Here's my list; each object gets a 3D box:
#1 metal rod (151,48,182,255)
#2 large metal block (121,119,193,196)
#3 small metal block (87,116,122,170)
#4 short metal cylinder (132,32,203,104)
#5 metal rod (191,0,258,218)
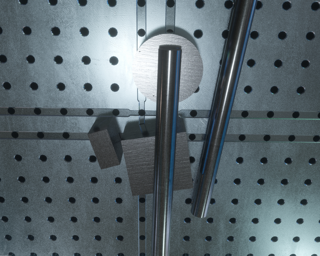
[{"bbox_3d":[0.005,0.056,0.380,0.025,0.025,0.298,2,110,-1],"label":"metal rod"},{"bbox_3d":[-0.002,0.038,0.414,0.080,0.050,0.079,-8,110,2],"label":"large metal block"},{"bbox_3d":[-0.069,0.018,0.406,0.025,0.050,0.050,-15,110,5],"label":"small metal block"},{"bbox_3d":[0.009,-0.074,0.373,0.081,0.050,0.079,0,110,-1],"label":"short metal cylinder"},{"bbox_3d":[0.079,-0.013,0.409,0.025,0.025,0.298,8,110,-3],"label":"metal rod"}]
